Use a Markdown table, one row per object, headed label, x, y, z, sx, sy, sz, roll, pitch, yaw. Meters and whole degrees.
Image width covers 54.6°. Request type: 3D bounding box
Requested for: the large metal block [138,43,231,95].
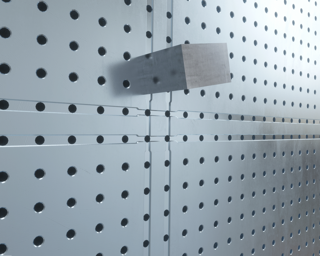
| label | x | y | z | sx | sy | sz | roll | pitch | yaw |
| --- | --- | --- | --- | --- | --- | --- | --- | --- | --- |
| large metal block | 0.032 | -0.076 | 0.399 | 0.081 | 0.080 | 0.050 | -14 | 99 | -39 |
